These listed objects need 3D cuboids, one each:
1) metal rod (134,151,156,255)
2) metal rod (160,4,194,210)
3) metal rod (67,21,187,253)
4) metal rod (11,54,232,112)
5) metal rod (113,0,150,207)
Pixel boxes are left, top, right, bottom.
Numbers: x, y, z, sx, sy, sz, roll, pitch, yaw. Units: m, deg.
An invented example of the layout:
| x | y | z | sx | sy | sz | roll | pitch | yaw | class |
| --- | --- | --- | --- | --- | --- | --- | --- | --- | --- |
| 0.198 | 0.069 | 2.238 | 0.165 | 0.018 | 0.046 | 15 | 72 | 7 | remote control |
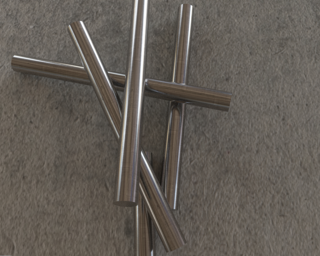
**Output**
| x | y | z | sx | sy | sz | roll | pitch | yaw | class |
| --- | --- | --- | --- | --- | --- | --- | --- | --- | --- |
| -0.016 | 0.173 | 0.344 | 0.025 | 0.025 | 0.299 | -2 | 70 | -1 | metal rod |
| 0.024 | -0.042 | 0.423 | 0.025 | 0.025 | 0.299 | 6 | 70 | 2 | metal rod |
| -0.046 | 0.000 | 0.373 | 0.025 | 0.025 | 0.299 | -24 | 77 | -9 | metal rod |
| -0.058 | -0.062 | 0.412 | 0.301 | 0.025 | 0.025 | 12 | 70 | 10 | metal rod |
| -0.030 | -0.057 | 0.378 | 0.025 | 0.025 | 0.299 | 2 | 62 | 0 | metal rod |
